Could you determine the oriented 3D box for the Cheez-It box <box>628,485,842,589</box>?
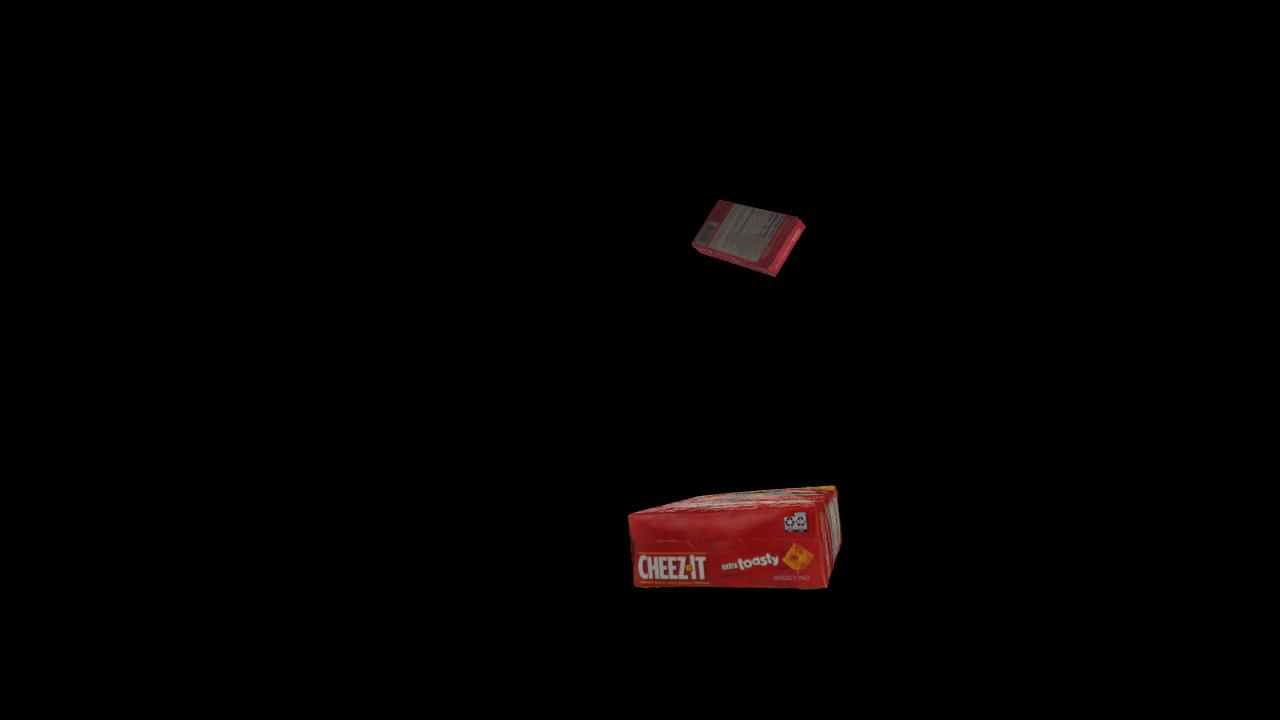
[{"bbox_3d":[0.106,0.168,0.604,0.166,0.071,0.223,-9,-10,20],"label":"Cheez-It box"}]

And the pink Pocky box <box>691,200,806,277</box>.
[{"bbox_3d":[0.153,-0.178,0.887,0.155,0.084,0.029,29,-4,45],"label":"pink Pocky box"}]
